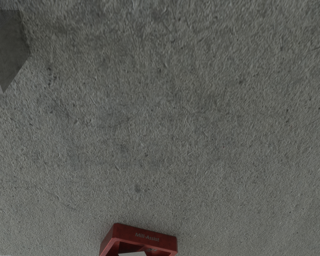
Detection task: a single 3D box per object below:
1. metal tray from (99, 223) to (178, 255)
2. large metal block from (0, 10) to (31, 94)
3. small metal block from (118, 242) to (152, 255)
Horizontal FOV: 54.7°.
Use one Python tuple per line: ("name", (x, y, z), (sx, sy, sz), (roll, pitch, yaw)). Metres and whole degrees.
("metal tray", (-0.042, 0.234, 0.602), (0.131, 0.030, 0.089), (19, 128, -16))
("large metal block", (-0.186, -0.078, 0.303), (0.081, 0.080, 0.050), (2, 130, -2))
("small metal block", (-0.047, 0.239, 0.592), (0.050, 0.025, 0.050), (-10, 128, 10))
